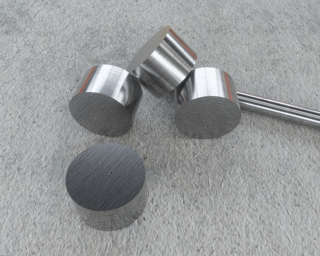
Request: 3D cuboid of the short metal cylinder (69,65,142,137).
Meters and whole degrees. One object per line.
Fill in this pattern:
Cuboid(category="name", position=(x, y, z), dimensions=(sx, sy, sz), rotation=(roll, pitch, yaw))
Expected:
Cuboid(category="short metal cylinder", position=(-0.067, -0.033, 0.395), dimensions=(0.080, 0.080, 0.050), rotation=(9, 51, 7))

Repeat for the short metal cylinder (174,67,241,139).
Cuboid(category="short metal cylinder", position=(0.058, -0.030, 0.393), dimensions=(0.081, 0.080, 0.050), rotation=(0, 50, 0))

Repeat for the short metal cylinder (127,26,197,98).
Cuboid(category="short metal cylinder", position=(0.002, -0.085, 0.404), dimensions=(0.050, 0.080, 0.080), rotation=(41, 49, -22))

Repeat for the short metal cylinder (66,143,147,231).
Cuboid(category="short metal cylinder", position=(-0.055, 0.063, 0.334), dimensions=(0.081, 0.050, 0.080), rotation=(0, 50, 0))

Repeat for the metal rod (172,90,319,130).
Cuboid(category="metal rod", position=(0.139, -0.031, 0.430), dimensions=(0.301, 0.025, 0.025), rotation=(16, 52, 13))
